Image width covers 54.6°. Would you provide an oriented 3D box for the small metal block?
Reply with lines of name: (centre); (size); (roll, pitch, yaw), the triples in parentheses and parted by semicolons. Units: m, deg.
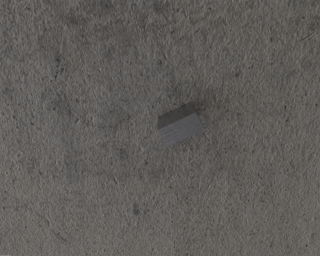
small metal block: (0.025, -0.006, 0.394); (0.050, 0.050, 0.025); (-25, 108, 9)
